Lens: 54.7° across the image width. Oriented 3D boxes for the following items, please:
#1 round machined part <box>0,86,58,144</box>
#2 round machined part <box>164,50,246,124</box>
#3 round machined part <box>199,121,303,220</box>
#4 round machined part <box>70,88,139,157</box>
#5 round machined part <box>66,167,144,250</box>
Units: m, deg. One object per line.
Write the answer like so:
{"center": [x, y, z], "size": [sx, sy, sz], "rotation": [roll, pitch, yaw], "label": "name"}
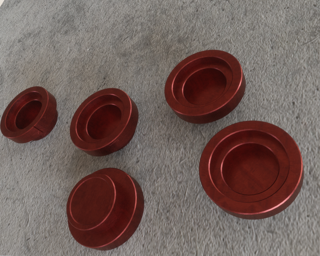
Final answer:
{"center": [-0.211, -0.018, 0.515], "size": [0.098, 0.042, 0.098], "rotation": [-13, 56, 21], "label": "round machined part"}
{"center": [0.059, -0.047, 0.391], "size": [0.098, 0.042, 0.098], "rotation": [-13, 56, 21], "label": "round machined part"}
{"center": [0.093, 0.045, 0.317], "size": [0.098, 0.042, 0.098], "rotation": [-13, 56, 21], "label": "round machined part"}
{"center": [-0.073, -0.004, 0.434], "size": [0.098, 0.042, 0.098], "rotation": [-13, 56, 21], "label": "round machined part"}
{"center": [-0.072, 0.093, 0.374], "size": [0.098, 0.042, 0.098], "rotation": [-13, 56, 21], "label": "round machined part"}
